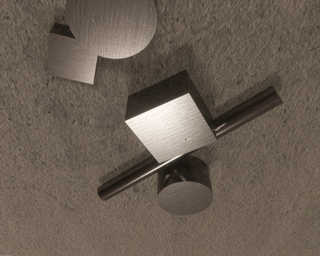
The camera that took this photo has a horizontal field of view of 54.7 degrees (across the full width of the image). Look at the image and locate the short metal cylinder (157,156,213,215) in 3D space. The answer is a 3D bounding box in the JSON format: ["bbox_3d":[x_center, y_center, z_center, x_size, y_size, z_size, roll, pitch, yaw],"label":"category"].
[{"bbox_3d":[0.036,0.087,0.465,0.081,0.050,0.079,0,130,0],"label":"short metal cylinder"}]

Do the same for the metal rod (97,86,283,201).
[{"bbox_3d":[0.026,0.032,0.434,0.300,0.025,0.025,-32,124,24],"label":"metal rod"}]

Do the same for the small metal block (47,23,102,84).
[{"bbox_3d":[-0.093,-0.080,0.338,0.050,0.025,0.050,12,129,-10],"label":"small metal block"}]

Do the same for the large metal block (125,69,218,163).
[{"bbox_3d":[0.015,-0.012,0.381,0.080,0.050,0.080,-23,127,18],"label":"large metal block"}]

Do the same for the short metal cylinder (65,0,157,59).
[{"bbox_3d":[-0.043,-0.114,0.294,0.081,0.050,0.079,0,130,0],"label":"short metal cylinder"}]
